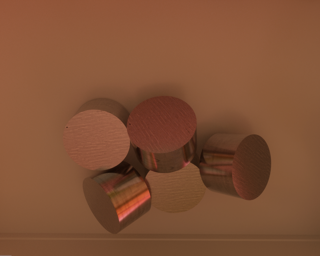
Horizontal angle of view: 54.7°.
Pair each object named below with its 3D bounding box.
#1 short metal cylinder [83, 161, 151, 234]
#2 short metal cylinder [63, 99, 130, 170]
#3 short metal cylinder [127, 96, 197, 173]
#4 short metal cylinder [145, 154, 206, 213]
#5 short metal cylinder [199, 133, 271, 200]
[{"bbox_3d":[-0.057,0.089,0.405,0.050,0.080,0.079,-27,115,-36],"label":"short metal cylinder"},{"bbox_3d":[-0.077,0.007,0.397,0.081,0.050,0.079,0,110,-1],"label":"short metal cylinder"},{"bbox_3d":[0.004,0.008,0.375,0.080,0.080,0.050,-8,146,2],"label":"short metal cylinder"},{"bbox_3d":[0.019,0.067,0.421,0.081,0.050,0.079,0,110,-1],"label":"short metal cylinder"},{"bbox_3d":[0.096,0.047,0.393,0.081,0.050,0.079,-2,93,-39],"label":"short metal cylinder"}]
